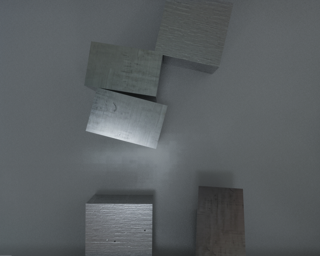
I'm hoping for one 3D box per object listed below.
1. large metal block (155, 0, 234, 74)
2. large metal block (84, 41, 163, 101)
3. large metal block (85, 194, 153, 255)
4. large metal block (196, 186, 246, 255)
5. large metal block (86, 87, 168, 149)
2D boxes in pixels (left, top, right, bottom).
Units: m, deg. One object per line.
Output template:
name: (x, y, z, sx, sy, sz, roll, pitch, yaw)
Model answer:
large metal block: (0.041, -0.121, 0.399, 0.080, 0.050, 0.080, 12, 90, 0)
large metal block: (-0.040, -0.066, 0.383, 0.080, 0.080, 0.050, 9, 90, 0)
large metal block: (-0.050, 0.131, 0.398, 0.081, 0.050, 0.080, 0, 90, 0)
large metal block: (0.068, 0.123, 0.366, 0.050, 0.080, 0.080, 3, 56, 7)
large metal block: (-0.037, -0.011, 0.383, 0.080, 0.080, 0.050, 15, 91, -1)
